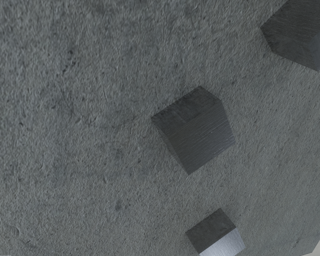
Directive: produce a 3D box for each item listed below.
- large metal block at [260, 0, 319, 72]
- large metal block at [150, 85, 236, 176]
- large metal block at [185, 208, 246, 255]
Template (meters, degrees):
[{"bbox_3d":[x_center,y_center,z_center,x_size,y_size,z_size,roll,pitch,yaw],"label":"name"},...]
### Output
[{"bbox_3d":[0.193,-0.130,0.396,0.080,0.080,0.050,-44,129,2],"label":"large metal block"},{"bbox_3d":[0.046,0.003,0.418,0.080,0.050,0.080,-34,129,-6],"label":"large metal block"},{"bbox_3d":[0.104,0.209,0.577,0.080,0.050,0.080,-33,129,-7],"label":"large metal block"}]
